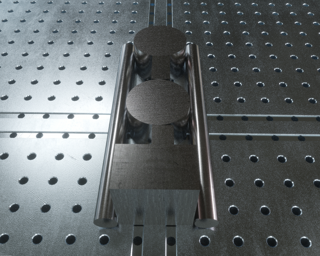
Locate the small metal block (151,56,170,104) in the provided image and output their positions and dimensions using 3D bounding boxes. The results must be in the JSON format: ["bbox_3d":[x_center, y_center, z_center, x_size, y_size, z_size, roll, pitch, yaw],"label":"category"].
[{"bbox_3d":[0.001,-0.069,0.447,0.025,0.050,0.050,1,50,1],"label":"small metal block"}]

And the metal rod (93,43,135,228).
[{"bbox_3d":[-0.054,-0.016,0.419,0.025,0.025,0.300,1,50,1],"label":"metal rod"}]

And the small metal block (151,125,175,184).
[{"bbox_3d":[0.003,0.032,0.364,0.025,0.050,0.050,0,50,0],"label":"small metal block"}]

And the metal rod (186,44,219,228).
[{"bbox_3d":[0.051,-0.015,0.419,0.025,0.025,0.300,1,50,1],"label":"metal rod"}]

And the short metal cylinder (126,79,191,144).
[{"bbox_3d":[-0.002,-0.018,0.406,0.080,0.050,0.080,0,50,0],"label":"short metal cylinder"}]

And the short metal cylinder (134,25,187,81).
[{"bbox_3d":[0.000,-0.118,0.490,0.080,0.050,0.080,0,50,0],"label":"short metal cylinder"}]

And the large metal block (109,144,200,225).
[{"bbox_3d":[-0.004,0.061,0.321,0.080,0.080,0.050,1,50,0],"label":"large metal block"}]
